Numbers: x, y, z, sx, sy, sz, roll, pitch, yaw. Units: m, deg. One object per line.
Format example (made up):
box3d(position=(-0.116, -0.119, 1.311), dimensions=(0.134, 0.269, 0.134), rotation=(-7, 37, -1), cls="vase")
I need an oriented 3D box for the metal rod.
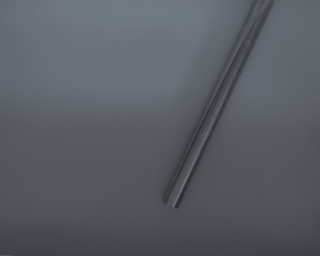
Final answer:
box3d(position=(0.077, -0.035, 0.411), dimensions=(0.025, 0.025, 0.299), rotation=(25, 90, 0), cls="metal rod")
